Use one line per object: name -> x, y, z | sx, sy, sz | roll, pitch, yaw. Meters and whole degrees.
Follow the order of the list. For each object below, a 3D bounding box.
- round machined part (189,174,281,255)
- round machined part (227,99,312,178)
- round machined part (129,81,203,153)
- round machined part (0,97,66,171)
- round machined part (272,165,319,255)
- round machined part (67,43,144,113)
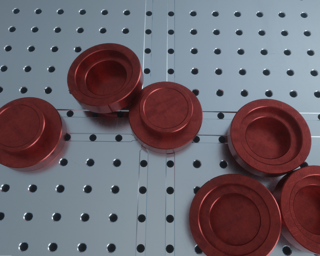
round machined part -> 0.086, 0.104, 0.355 | 0.098, 0.042, 0.098 | -7, 69, 18
round machined part -> 0.136, 0.015, 0.398 | 0.099, 0.042, 0.098 | 0, 70, 0
round machined part -> 0.008, -0.019, 0.410 | 0.099, 0.042, 0.098 | 0, 70, 0
round machined part -> -0.177, 0.004, 0.401 | 0.099, 0.042, 0.098 | 0, 70, 0
round machined part -> 0.178, 0.096, 0.365 | 0.099, 0.042, 0.098 | 2, 71, -6
round machined part -> -0.070, -0.063, 0.421 | 0.098, 0.042, 0.098 | -3, 65, 6
